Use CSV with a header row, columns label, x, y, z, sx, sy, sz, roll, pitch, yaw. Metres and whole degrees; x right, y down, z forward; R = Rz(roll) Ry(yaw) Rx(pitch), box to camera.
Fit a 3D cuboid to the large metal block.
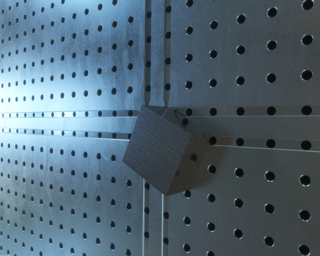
label,x,y,z,sx,sy,sz,roll,pitch,yaw
large metal block,0.009,0.025,0.384,0.080,0.050,0.079,32,110,35
